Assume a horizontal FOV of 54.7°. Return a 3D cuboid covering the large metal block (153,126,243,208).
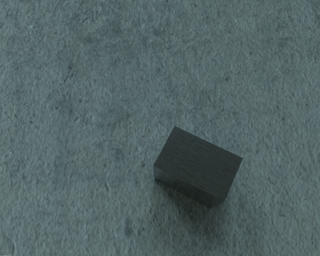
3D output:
[{"bbox_3d":[0.040,0.049,0.362,0.080,0.080,0.050,26,72,8],"label":"large metal block"}]
